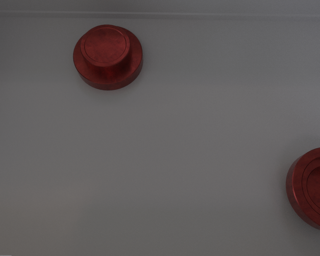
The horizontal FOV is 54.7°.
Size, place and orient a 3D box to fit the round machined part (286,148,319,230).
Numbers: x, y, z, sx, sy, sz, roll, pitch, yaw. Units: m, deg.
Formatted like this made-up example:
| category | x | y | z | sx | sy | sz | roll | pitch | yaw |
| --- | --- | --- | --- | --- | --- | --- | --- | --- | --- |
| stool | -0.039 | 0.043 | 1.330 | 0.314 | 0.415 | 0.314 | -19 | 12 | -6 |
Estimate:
| category | x | y | z | sx | sy | sz | roll | pitch | yaw |
| --- | --- | --- | --- | --- | --- | --- | --- | --- | --- |
| round machined part | 0.201 | 0.075 | 0.374 | 0.099 | 0.042 | 0.098 | 0 | 70 | 0 |

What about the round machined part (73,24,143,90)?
| category | x | y | z | sx | sy | sz | roll | pitch | yaw |
| --- | --- | --- | --- | --- | --- | --- | --- | --- | --- |
| round machined part | -0.074 | -0.106 | 0.439 | 0.099 | 0.042 | 0.098 | 0 | 70 | 0 |
